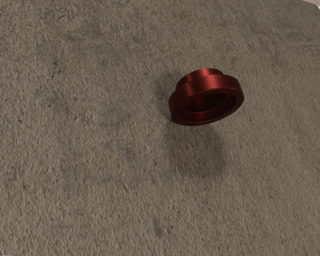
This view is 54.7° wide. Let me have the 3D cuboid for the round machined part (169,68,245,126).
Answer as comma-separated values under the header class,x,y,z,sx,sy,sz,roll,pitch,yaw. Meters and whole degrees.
class,x,y,z,sx,sy,sz,roll,pitch,yaw
round machined part,0.059,-0.044,0.417,0.099,0.097,0.042,1,62,-28
